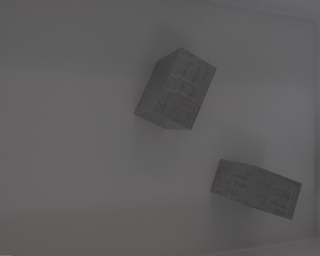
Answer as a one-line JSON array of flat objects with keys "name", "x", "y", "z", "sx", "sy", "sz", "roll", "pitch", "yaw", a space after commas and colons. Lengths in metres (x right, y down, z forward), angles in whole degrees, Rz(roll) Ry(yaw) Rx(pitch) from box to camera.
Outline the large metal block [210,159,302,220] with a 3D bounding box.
[{"name": "large metal block", "x": 0.130, "y": 0.083, "z": 0.429, "sx": 0.080, "sy": 0.080, "sz": 0.050, "roll": 21, "pitch": 83, "yaw": -19}]

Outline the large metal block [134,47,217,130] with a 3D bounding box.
[{"name": "large metal block", "x": 0.016, "y": -0.045, "z": 0.387, "sx": 0.050, "sy": 0.080, "sz": 0.080, "roll": 26, "pitch": 82, "yaw": -18}]
